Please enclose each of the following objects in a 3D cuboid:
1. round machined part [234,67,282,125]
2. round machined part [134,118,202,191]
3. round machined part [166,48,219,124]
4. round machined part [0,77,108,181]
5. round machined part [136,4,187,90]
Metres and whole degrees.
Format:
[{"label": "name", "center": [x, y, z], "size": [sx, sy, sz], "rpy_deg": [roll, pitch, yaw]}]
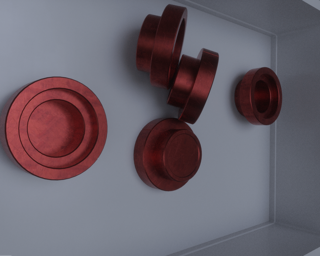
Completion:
[{"label": "round machined part", "center": [0.166, -0.053, 0.534], "size": [0.099, 0.042, 0.097], "rpy_deg": [0, 90, -40]}, {"label": "round machined part", "center": [0.017, 0.035, 0.410], "size": [0.099, 0.042, 0.097], "rpy_deg": [0, 90, -40]}, {"label": "round machined part", "center": [0.038, -0.057, 0.403], "size": [0.042, 0.098, 0.098], "rpy_deg": [18, 76, -2]}, {"label": "round machined part", "center": [-0.106, 0.000, 0.307], "size": [0.099, 0.042, 0.097], "rpy_deg": [0, 90, -40]}, {"label": "round machined part", "center": [0.001, -0.098, 0.373], "size": [0.098, 0.042, 0.097], "rpy_deg": [12, 92, -84]}]
